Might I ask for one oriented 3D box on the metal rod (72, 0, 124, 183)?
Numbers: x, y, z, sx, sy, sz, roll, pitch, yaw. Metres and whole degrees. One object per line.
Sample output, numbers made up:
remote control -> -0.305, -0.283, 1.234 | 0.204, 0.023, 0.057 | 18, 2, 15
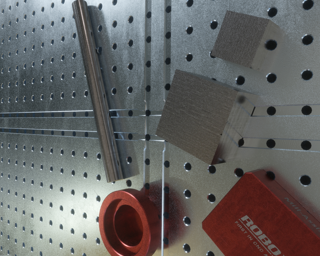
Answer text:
metal rod -> -0.100, -0.064, 0.489 | 0.025, 0.025, 0.299 | -22, 76, 37

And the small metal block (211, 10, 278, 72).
small metal block -> 0.090, -0.094, 0.334 | 0.050, 0.025, 0.050 | 30, 108, 35

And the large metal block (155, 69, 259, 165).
large metal block -> 0.051, -0.014, 0.350 | 0.080, 0.050, 0.079 | 28, 107, 36

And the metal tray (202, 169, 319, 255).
metal tray -> 0.115, 0.117, 0.311 | 0.130, 0.030, 0.089 | 47, 118, 29

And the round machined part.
round machined part -> -0.036, 0.132, 0.426 | 0.098, 0.042, 0.097 | 0, 90, 39
